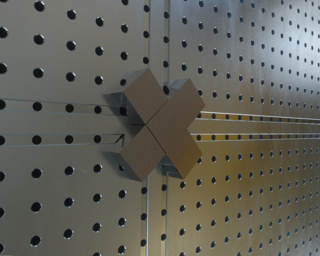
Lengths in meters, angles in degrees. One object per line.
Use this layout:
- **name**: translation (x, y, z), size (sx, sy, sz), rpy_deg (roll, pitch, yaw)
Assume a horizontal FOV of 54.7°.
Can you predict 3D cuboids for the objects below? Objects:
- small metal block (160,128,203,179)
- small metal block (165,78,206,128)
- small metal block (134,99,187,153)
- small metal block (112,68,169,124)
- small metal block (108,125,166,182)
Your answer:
- **small metal block**: translation (0.027, 0.035, 0.434), size (0.050, 0.025, 0.050), rpy_deg (-49, 119, -29)
- **small metal block**: translation (0.031, -0.035, 0.437), size (0.050, 0.025, 0.050), rpy_deg (-49, 119, -29)
- **small metal block**: translation (0.002, -0.002, 0.412), size (0.050, 0.025, 0.050), rpy_deg (-49, 119, -29)
- **small metal block**: translation (-0.024, -0.040, 0.391), size (0.050, 0.025, 0.050), rpy_deg (-49, 119, -29)
- **small metal block**: translation (-0.027, 0.031, 0.388), size (0.050, 0.025, 0.050), rpy_deg (-49, 119, -29)
